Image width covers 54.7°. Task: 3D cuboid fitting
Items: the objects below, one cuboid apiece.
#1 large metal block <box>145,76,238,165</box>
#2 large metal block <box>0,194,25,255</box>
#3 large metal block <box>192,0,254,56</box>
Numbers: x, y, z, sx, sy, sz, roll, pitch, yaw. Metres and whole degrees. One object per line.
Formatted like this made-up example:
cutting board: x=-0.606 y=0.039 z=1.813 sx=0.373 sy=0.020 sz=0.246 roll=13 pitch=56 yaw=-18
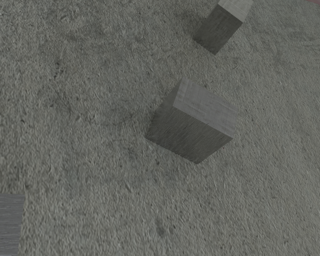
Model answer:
large metal block: x=0.039 y=-0.006 z=0.393 sx=0.080 sy=0.080 sz=0.050 roll=28 pitch=52 yaw=-11
large metal block: x=-0.157 y=0.097 z=0.244 sx=0.081 sy=0.050 sz=0.080 roll=8 pitch=58 yaw=-24
large metal block: x=0.110 y=-0.189 z=0.543 sx=0.050 sy=0.080 sz=0.080 roll=35 pitch=51 yaw=-6
